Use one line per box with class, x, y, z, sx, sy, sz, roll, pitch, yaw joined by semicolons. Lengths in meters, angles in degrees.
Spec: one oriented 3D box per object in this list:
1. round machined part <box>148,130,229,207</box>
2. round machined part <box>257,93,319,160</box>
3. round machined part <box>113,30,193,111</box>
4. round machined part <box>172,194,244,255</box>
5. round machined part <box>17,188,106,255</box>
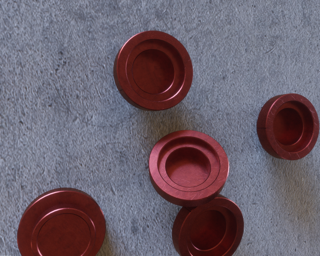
round machined part;0.035;0.054;0.396;0.099;0.042;0.098;0;55;0
round machined part;0.187;-0.002;0.469;0.099;0.042;0.097;0;90;-20
round machined part;-0.011;-0.070;0.396;0.099;0.042;0.097;0;90;-20
round machined part;0.060;0.133;0.417;0.099;0.042;0.097;-4;99;-23
round machined part;-0.112;0.122;0.359;0.099;0.042;0.097;0;90;-20
